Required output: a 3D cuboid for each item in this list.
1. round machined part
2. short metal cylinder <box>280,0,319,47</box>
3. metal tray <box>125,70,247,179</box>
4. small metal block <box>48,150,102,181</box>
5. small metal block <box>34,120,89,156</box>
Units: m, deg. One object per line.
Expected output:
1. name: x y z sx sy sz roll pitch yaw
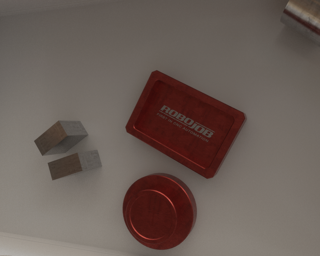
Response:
1. round machined part: -0.005 0.110 0.402 0.098 0.042 0.097 0 90 19
2. short metal cylinder: 0.173 -0.132 0.321 0.050 0.080 0.080 41 103 15
3. metal tray: 0.031 -0.006 0.396 0.130 0.030 0.090 29 99 17
4. small metal block: -0.119 0.052 0.438 0.050 0.050 0.025 -19 84 19
5. small metal block: -0.141 0.014 0.445 0.050 0.050 0.025 -36 79 16
